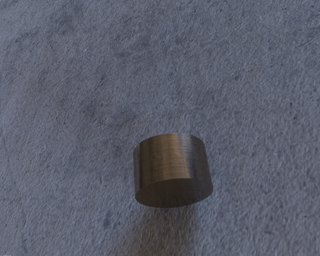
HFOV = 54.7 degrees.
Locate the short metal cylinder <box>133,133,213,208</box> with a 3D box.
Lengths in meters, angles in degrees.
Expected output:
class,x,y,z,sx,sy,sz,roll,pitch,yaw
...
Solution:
class,x,y,z,sx,sy,sz,roll,pitch,yaw
short metal cylinder,0.013,0.048,0.332,0.080,0.080,0.050,-18,55,17
